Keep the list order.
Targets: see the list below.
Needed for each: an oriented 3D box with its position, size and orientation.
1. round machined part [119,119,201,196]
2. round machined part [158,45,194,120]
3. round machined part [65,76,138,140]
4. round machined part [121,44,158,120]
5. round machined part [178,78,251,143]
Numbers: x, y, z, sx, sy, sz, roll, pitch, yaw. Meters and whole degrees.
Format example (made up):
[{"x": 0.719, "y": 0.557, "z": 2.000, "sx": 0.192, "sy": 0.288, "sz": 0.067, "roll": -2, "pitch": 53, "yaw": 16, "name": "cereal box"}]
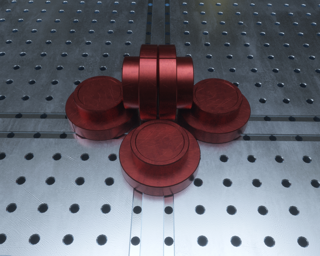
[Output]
[{"x": 0.000, "y": 0.028, "z": 0.373, "sx": 0.099, "sy": 0.042, "sz": 0.098, "roll": 0, "pitch": 50, "yaw": 0, "name": "round machined part"}, {"x": 0.019, "y": -0.058, "z": 0.402, "sx": 0.042, "sy": 0.097, "sz": 0.098, "roll": -1, "pitch": 50, "yaw": -1, "name": "round machined part"}, {"x": -0.080, "y": -0.034, "z": 0.424, "sx": 0.099, "sy": 0.042, "sz": 0.098, "roll": 0, "pitch": 50, "yaw": 0, "name": "round machined part"}, {"x": -0.024, "y": -0.058, "z": 0.401, "sx": 0.042, "sy": 0.097, "sz": 0.098, "roll": 1, "pitch": 50, "yaw": 1, "name": "round machined part"}, {"x": 0.074, "y": -0.031, "z": 0.422, "sx": 0.099, "sy": 0.042, "sz": 0.098, "roll": 0, "pitch": 50, "yaw": 0, "name": "round machined part"}]
